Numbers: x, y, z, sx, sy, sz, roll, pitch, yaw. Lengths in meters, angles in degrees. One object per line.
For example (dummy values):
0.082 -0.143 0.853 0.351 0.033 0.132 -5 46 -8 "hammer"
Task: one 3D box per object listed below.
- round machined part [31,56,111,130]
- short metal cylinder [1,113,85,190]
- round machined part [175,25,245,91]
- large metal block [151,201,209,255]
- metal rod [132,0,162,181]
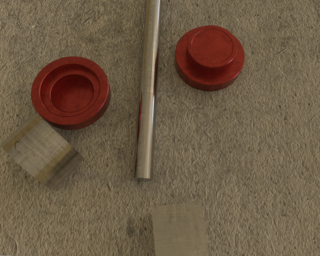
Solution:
-0.115 -0.043 0.414 0.099 0.042 0.098 0 70 0 "round machined part"
-0.137 0.028 0.368 0.080 0.080 0.050 39 75 13 "short metal cylinder"
0.071 -0.105 0.438 0.099 0.042 0.098 0 70 0 "round machined part"
0.020 0.126 0.333 0.050 0.080 0.080 -5 70 -2 "large metal block"
-0.015 -0.076 0.435 0.025 0.025 0.299 3 70 1 "metal rod"
